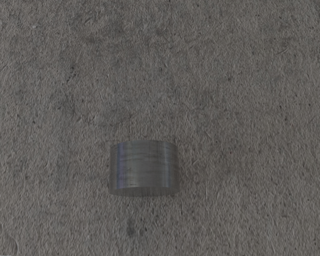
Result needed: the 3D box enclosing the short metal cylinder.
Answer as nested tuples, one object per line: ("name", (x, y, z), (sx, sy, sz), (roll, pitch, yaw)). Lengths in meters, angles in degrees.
("short metal cylinder", (-0.018, 0.050, 0.361), (0.080, 0.080, 0.050), (-2, 70, -1))
